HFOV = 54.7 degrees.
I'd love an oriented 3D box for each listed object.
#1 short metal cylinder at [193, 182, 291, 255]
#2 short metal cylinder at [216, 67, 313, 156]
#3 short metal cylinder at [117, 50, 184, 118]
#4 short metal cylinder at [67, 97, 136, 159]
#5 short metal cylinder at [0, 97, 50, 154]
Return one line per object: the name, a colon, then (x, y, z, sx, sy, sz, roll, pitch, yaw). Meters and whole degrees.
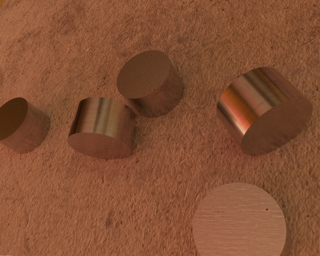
short metal cylinder: (0.077, 0.097, 0.288, 0.080, 0.050, 0.080, -13, 56, 21)
short metal cylinder: (0.107, -0.016, 0.322, 0.080, 0.080, 0.050, -33, 52, 7)
short metal cylinder: (-0.013, -0.061, 0.432, 0.080, 0.050, 0.080, -13, 56, 21)
short metal cylinder: (-0.075, 0.003, 0.406, 0.080, 0.080, 0.050, -7, 59, 25)
short metal cylinder: (-0.231, -0.004, 0.512, 0.080, 0.050, 0.080, -13, 56, 21)
